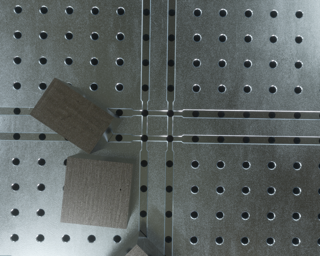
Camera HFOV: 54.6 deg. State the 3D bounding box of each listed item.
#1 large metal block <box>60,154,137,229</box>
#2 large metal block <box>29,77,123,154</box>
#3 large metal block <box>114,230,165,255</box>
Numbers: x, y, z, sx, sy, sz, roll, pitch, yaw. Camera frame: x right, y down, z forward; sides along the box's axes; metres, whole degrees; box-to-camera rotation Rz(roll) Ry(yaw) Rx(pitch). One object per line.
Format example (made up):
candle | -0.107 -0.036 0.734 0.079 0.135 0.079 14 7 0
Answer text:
large metal block | -0.076 0.079 0.400 0.080 0.050 0.080 6 90 0
large metal block | -0.098 -0.014 0.385 0.080 0.080 0.050 34 90 0
large metal block | -0.028 0.197 0.401 0.080 0.050 0.080 -45 90 0
